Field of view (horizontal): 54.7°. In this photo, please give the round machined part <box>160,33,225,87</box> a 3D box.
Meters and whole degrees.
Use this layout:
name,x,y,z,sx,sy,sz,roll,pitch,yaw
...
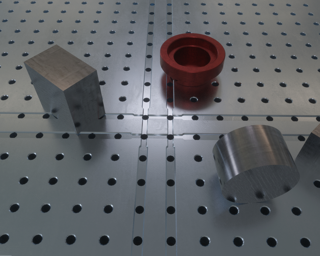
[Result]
name,x,y,z,sx,sy,sz,roll,pitch,yaw
round machined part,0.049,-0.102,0.483,0.099,0.042,0.098,0,50,0

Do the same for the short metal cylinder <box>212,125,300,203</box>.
name,x,y,z,sx,sy,sz,roll,pitch,yaw
short metal cylinder,0.102,0.041,0.338,0.081,0.080,0.050,-4,50,-4

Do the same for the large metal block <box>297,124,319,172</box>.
name,x,y,z,sx,sy,sz,roll,pitch,yaw
large metal block,0.231,0.022,0.374,0.080,0.050,0.080,-36,59,-26

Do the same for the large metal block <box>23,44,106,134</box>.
name,x,y,z,sx,sy,sz,roll,pitch,yaw
large metal block,-0.124,-0.052,0.414,0.080,0.080,0.050,34,58,25
